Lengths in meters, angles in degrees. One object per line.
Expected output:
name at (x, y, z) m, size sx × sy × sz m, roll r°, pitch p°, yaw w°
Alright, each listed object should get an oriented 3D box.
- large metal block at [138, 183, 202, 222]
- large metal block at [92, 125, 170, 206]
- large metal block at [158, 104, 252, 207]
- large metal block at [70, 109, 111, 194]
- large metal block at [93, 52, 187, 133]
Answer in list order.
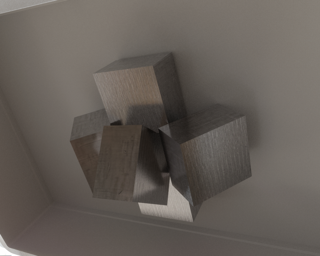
large metal block at (0.011, 0.079, 0.434) m, size 0.080 × 0.050 × 0.080 m, roll 1°, pitch 119°, yaw 28°
large metal block at (-0.027, 0.046, 0.363) m, size 0.050 × 0.080 × 0.080 m, roll -1°, pitch 74°, yaw 27°
large metal block at (0.052, 0.028, 0.352) m, size 0.050 × 0.081 × 0.080 m, roll 36°, pitch 144°, yaw 58°
large metal block at (-0.080, 0.028, 0.421) m, size 0.050 × 0.080 × 0.080 m, roll -18°, pitch 115°, yaw -4°
large metal block at (-0.022, -0.041, 0.374) m, size 0.080 × 0.050 × 0.080 m, roll -1°, pitch 118°, yaw 29°
